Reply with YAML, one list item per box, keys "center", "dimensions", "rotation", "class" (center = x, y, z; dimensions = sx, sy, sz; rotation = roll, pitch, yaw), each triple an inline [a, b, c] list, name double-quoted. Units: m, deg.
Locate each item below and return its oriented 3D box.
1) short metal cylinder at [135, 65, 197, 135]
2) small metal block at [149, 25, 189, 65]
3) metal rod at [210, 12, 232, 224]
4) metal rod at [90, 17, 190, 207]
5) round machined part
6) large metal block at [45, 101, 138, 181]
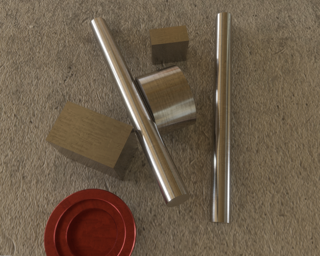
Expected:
- center: [0.006, -0.034, 0.391]
  dimensions: [0.050, 0.080, 0.080]
  rotation: [-20, 72, -9]
  class: "short metal cylinder"
- center: [0.012, -0.116, 0.437]
  dimensions: [0.050, 0.050, 0.025]
  rotation: [-8, 71, -3]
  class: "small metal block"
- center: [0.084, -0.027, 0.419]
  dimensions: [0.025, 0.025, 0.299]
  rotation: [5, 70, 1]
  class: "metal rod"
- center: [-0.037, -0.042, 0.384]
  dimensions: [0.025, 0.025, 0.299]
  rotation: [-21, 57, -8]
  class: "metal rod"
- center: [-0.076, 0.122, 0.354]
  dimensions: [0.099, 0.042, 0.098]
  rotation: [0, 70, -1]
  class: "round machined part"
- center: [-0.076, 0.019, 0.371]
  dimensions: [0.080, 0.080, 0.050]
  rotation: [21, 72, 7]
  class: "large metal block"
